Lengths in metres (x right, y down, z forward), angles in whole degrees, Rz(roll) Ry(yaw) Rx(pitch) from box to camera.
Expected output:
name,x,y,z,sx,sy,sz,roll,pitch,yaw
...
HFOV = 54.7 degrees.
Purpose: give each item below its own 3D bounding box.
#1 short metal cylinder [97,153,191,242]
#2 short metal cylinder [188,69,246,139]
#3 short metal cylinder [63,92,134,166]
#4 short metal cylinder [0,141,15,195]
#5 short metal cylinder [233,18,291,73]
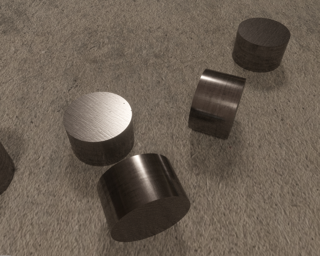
name,x,y,z,sx,sy,sz,roll,pitch,yaw
short metal cylinder,-0.017,0.070,0.308,0.081,0.080,0.050,-17,52,-14
short metal cylinder,0.073,-0.031,0.394,0.050,0.080,0.080,17,52,14
short metal cylinder,-0.074,0.001,0.386,0.081,0.050,0.080,0,50,0
short metal cylinder,-0.215,0.043,0.348,0.081,0.050,0.080,0,50,0
short metal cylinder,0.163,-0.135,0.503,0.081,0.050,0.080,0,50,0
